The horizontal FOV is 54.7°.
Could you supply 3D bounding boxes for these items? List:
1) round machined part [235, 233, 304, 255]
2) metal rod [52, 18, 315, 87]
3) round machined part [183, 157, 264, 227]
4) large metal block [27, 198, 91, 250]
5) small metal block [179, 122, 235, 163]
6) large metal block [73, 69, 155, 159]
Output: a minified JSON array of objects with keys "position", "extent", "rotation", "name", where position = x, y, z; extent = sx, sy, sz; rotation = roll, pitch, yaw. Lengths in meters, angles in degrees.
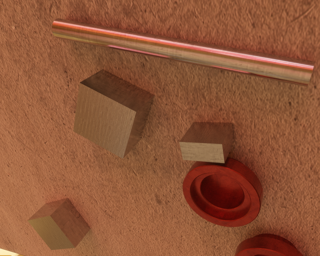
[{"position":[0.155,0.187,0.430],"extent":[0.098,0.042,0.097],"rotation":[13,124,21],"name":"round machined part"},{"position":[0.008,-0.090,0.347],"extent":[0.301,0.025,0.025],"rotation":[15,125,19],"name":"metal rod"},{"position":[0.083,0.076,0.400],"extent":[0.098,0.042,0.097],"rotation":[13,124,21],"name":"round machined part"},{"position":[-0.200,0.192,0.615],"extent":[0.080,0.050,0.080],"rotation":[-21,108,36],"name":"large metal block"},{"position":[0.058,0.016,0.370],"extent":[0.050,0.050,0.025],"rotation":[2,119,27],"name":"small metal block"},{"position":[-0.063,-0.019,0.412],"extent":[0.080,0.050,0.079],"rotation":[28,128,10],"name":"large metal block"}]
